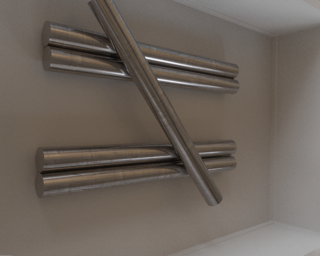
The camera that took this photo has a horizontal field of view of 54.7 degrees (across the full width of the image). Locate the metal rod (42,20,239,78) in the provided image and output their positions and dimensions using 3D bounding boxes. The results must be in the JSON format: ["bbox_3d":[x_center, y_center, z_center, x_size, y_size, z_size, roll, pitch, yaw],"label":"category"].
[{"bbox_3d":[0.002,-0.093,0.406,0.302,0.025,0.025,1,90,-40],"label":"metal rod"}]

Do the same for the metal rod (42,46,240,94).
[{"bbox_3d":[0.003,-0.068,0.406,0.302,0.025,0.025,1,90,-40],"label":"metal rod"}]

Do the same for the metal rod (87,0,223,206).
[{"bbox_3d":[0.006,-0.017,0.378,0.025,0.025,0.299,-46,117,-30],"label":"metal rod"}]

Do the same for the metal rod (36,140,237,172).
[{"bbox_3d":[-0.002,0.031,0.402,0.302,0.025,0.025,0,90,-40],"label":"metal rod"}]

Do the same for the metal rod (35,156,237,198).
[{"bbox_3d":[-0.003,0.056,0.402,0.302,0.025,0.025,0,90,-40],"label":"metal rod"}]
